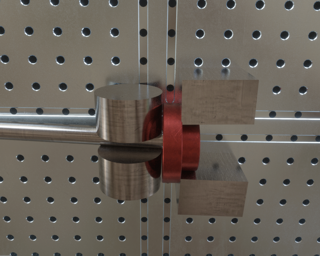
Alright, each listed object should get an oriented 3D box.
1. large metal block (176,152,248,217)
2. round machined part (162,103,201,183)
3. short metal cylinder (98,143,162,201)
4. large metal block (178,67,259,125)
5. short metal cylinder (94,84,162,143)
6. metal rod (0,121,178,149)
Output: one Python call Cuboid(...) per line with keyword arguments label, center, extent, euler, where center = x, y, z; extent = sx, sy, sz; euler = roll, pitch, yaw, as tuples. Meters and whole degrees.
Cuboid(label="large metal block", center=(0.063, 0.071, 0.412), extent=(0.081, 0.080, 0.050), euler=(3, 110, -1))
Cuboid(label="round machined part", center=(0.024, 0.018, 0.381), extent=(0.042, 0.098, 0.097), euler=(1, 110, 0))
Cuboid(label="short metal cylinder", center=(-0.038, 0.050, 0.401), extent=(0.081, 0.080, 0.050), euler=(1, 111, -1))
Cuboid(label="large metal block", center=(0.064, -0.041, 0.370), extent=(0.081, 0.080, 0.050), euler=(0, 110, 0))
Cuboid(label="short metal cylinder", center=(-0.038, -0.020, 0.376), extent=(0.081, 0.080, 0.050), euler=(1, 111, -1))
Cuboid(label="metal rod", center=(-0.121, 0.007, 0.402), extent=(0.302, 0.025, 0.025), euler=(3, 110, 3))
